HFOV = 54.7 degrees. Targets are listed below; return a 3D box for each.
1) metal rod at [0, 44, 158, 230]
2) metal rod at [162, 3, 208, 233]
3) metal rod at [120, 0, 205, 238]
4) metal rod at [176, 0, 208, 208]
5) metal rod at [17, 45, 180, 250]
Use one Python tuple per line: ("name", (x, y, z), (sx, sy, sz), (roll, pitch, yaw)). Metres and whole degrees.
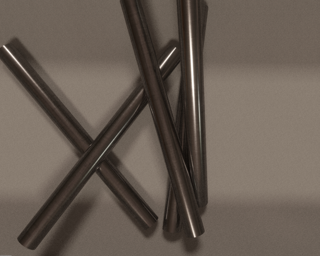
("metal rod", (-0.108, 0.012, 0.410), (0.025, 0.025, 0.300), (-40, 91, 0))
("metal rod", (0.034, -0.013, 0.411), (0.025, 0.025, 0.298), (7, 90, -1))
("metal rod", (0.004, -0.011, 0.380), (0.025, 0.025, 0.298), (-16, 94, 0))
("metal rod", (0.038, -0.038, 0.356), (0.025, 0.025, 0.298), (-6, 113, 0))
("metal rod", (-0.068, 0.017, 0.388), (0.025, 0.025, 0.300), (37, 81, 0))
